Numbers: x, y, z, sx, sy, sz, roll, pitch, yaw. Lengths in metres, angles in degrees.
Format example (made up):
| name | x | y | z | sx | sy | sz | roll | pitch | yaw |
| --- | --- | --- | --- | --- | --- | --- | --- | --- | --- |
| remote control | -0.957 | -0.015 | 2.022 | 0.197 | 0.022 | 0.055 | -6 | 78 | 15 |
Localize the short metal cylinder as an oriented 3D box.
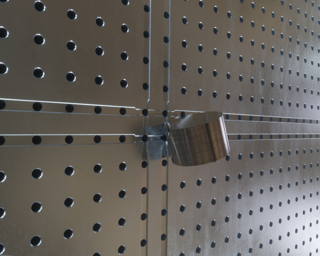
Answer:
| name | x | y | z | sx | sy | sz | roll | pitch | yaw |
| --- | --- | --- | --- | --- | --- | --- | --- | --- | --- |
| short metal cylinder | 0.050 | 0.013 | 0.417 | 0.081 | 0.080 | 0.050 | -23 | 105 | -38 |
